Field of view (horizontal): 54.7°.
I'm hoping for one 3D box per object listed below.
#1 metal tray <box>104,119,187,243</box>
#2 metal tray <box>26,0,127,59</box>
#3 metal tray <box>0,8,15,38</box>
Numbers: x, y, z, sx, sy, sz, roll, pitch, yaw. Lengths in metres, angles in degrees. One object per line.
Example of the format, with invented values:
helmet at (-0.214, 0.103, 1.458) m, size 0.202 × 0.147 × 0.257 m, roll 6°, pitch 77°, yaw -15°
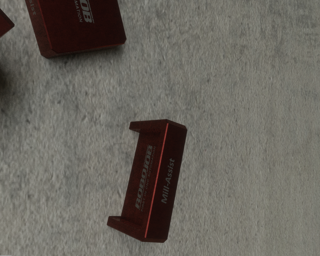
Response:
metal tray at (-0.019, 0.057, 0.364) m, size 0.030 × 0.090 × 0.129 m, roll 19°, pitch 77°, yaw -36°
metal tray at (-0.093, -0.146, 0.324) m, size 0.091 × 0.030 × 0.129 m, roll -22°, pitch 104°, yaw -38°
metal tray at (-0.173, -0.038, 0.217) m, size 0.130 × 0.090 × 0.030 m, roll -53°, pitch 121°, yaw -27°
